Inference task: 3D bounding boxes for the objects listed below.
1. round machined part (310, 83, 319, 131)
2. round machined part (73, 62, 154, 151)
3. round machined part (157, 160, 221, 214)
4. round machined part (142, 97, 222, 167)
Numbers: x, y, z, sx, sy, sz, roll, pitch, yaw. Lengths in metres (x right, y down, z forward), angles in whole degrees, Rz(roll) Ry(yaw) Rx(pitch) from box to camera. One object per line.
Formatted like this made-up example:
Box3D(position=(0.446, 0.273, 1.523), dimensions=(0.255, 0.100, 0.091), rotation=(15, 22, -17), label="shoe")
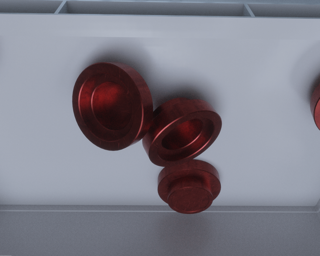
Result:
Box3D(position=(0.230, -0.034, 0.364), dimensions=(0.098, 0.042, 0.097), rotation=(5, 129, 7), label="round machined part")
Box3D(position=(-0.049, -0.026, 0.354), dimensions=(0.098, 0.042, 0.097), rotation=(8, 107, 29), label="round machined part")
Box3D(position=(0.045, 0.097, 0.481), dimensions=(0.099, 0.042, 0.097), rotation=(0, 130, 0), label="round machined part")
Box3D(position=(0.023, 0.001, 0.382), dimensions=(0.099, 0.042, 0.097), rotation=(-20, 143, -15), label="round machined part")
